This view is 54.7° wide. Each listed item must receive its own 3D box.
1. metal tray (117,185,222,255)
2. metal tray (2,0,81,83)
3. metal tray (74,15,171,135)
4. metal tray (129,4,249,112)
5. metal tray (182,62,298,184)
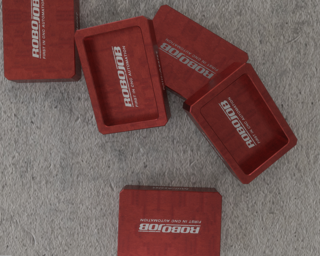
[{"bbox_3d":[0.013,0.124,0.408,0.131,0.030,0.089,2,90,0],"label":"metal tray"},{"bbox_3d":[-0.154,-0.126,0.406,0.091,0.030,0.129,-2,90,0],"label":"metal tray"},{"bbox_3d":[-0.043,-0.062,0.381,0.090,0.030,0.129,-8,105,12],"label":"metal tray"},{"bbox_3d":[0.036,-0.088,0.408,0.130,0.030,0.090,31,90,0],"label":"metal tray"},{"bbox_3d":[0.101,-0.005,0.386,0.090,0.030,0.130,-39,109,-2],"label":"metal tray"}]
